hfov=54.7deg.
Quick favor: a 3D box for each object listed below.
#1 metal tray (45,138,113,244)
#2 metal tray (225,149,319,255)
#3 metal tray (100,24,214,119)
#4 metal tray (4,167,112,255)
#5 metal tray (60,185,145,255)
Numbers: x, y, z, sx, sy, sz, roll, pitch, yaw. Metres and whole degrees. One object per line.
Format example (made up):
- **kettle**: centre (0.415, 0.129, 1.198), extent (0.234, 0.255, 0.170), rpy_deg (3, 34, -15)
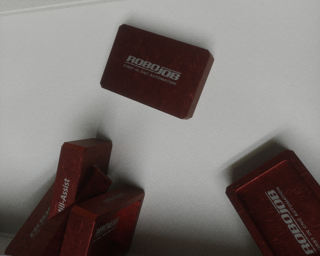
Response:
- **metal tray**: centre (-0.104, 0.081, 0.409), extent (0.030, 0.090, 0.129), rpy_deg (13, 94, 12)
- **metal tray**: centre (0.145, 0.101, 0.339), extent (0.090, 0.030, 0.130), rpy_deg (-37, 63, 15)
- **metal tray**: centre (-0.006, -0.074, 0.409), extent (0.130, 0.030, 0.089), rpy_deg (23, 97, 18)
- **metal tray**: centre (-0.127, 0.111, 0.392), extent (0.090, 0.130, 0.030), rpy_deg (-9, 131, 44)
- **metal tray**: centre (-0.067, 0.127, 0.377), extent (0.030, 0.130, 0.089), rpy_deg (17, 96, 19)
